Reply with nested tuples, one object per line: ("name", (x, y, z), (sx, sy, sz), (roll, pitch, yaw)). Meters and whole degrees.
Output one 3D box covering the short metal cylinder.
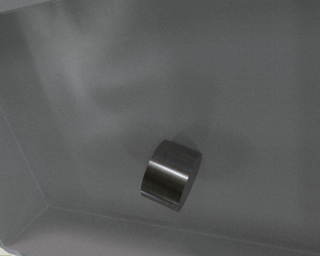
("short metal cylinder", (0.016, 0.061, 0.401), (0.050, 0.080, 0.079), (21, 126, 15))
